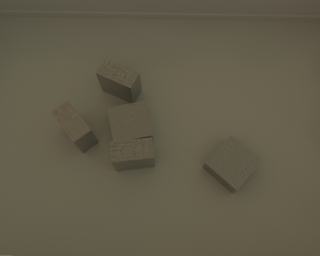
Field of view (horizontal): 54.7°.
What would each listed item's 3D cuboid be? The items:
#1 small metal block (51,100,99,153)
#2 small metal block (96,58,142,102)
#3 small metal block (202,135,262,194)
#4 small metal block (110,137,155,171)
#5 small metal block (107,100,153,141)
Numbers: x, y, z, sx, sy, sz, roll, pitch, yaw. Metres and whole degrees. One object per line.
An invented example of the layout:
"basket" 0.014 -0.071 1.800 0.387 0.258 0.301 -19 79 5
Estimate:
"small metal block" -0.107 0.000 0.395 0.025 0.050 0.050 -37 75 -12
"small metal block" -0.054 -0.062 0.418 0.050 0.050 0.025 24 72 8
"small metal block" 0.091 0.046 0.394 0.050 0.025 0.050 41 75 13
"small metal block" -0.033 0.034 0.384 0.050 0.050 0.025 -7 71 -3
"small metal block" -0.039 -0.004 0.411 0.050 0.025 0.050 -12 71 -5
